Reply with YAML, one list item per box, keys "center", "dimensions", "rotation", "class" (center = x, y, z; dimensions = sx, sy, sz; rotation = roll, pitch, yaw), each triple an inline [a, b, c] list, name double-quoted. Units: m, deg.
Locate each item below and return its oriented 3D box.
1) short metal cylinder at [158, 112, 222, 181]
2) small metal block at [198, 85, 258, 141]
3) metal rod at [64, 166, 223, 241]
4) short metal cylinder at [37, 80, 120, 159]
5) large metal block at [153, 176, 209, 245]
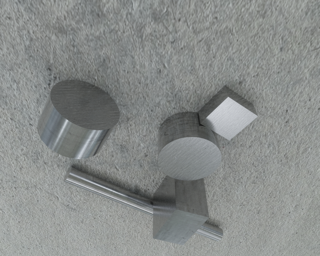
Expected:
- center: [0.038, 0.025, 0.412]
  dimensions: [0.081, 0.050, 0.079]
  rotation: [0, 130, 0]
  class: "short metal cylinder"
- center: [0.085, -0.018, 0.393]
  dimensions: [0.050, 0.025, 0.050]
  rotation: [29, 124, -23]
  class: "small metal block"
- center: [-0.015, 0.134, 0.520]
  dimensions: [0.301, 0.025, 0.025]
  rotation: [28, 125, -22]
  class: "metal rod"
- center: [-0.094, -0.011, 0.361]
  dimensions: [0.080, 0.080, 0.050]
  rotation: [23, 126, -19]
  class: "short metal cylinder"
- center: [0.028, 0.117, 0.471]
  dimensions: [0.050, 0.080, 0.079]
  rotation: [18, 128, -15]
  class: "large metal block"
